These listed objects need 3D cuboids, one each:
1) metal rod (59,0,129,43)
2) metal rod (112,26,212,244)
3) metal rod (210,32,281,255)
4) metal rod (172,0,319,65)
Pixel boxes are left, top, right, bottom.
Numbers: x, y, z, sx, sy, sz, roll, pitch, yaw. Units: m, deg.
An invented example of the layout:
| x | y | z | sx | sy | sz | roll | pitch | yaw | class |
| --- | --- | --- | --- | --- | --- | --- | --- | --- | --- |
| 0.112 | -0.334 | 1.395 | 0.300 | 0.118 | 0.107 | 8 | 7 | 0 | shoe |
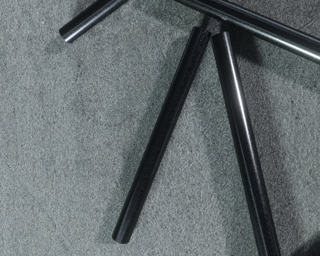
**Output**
| x | y | z | sx | sy | sz | roll | pitch | yaw | class |
| --- | --- | --- | --- | --- | --- | --- | --- | --- | --- |
| -0.015 | -0.207 | 0.414 | 0.300 | 0.025 | 0.025 | -30 | 81 | 17 | metal rod |
| 0.000 | 0.015 | 0.408 | 0.025 | 0.025 | 0.298 | 24 | 98 | 18 | metal rod |
| 0.105 | 0.032 | 0.371 | 0.025 | 0.025 | 0.298 | -13 | 86 | 19 | metal rod |
| 0.123 | -0.118 | 0.365 | 0.300 | 0.025 | 0.025 | 31 | 100 | 17 | metal rod |
